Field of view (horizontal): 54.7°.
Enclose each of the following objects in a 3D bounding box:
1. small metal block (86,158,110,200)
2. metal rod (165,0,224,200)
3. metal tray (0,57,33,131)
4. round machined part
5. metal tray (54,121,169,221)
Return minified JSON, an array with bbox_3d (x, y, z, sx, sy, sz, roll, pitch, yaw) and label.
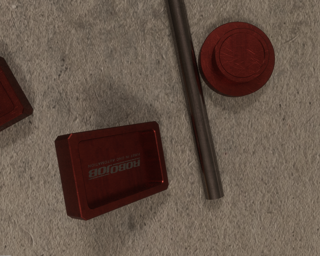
[{"bbox_3d":[-0.077,0.061,0.397,0.025,0.050,0.050,-4,90,0],"label":"small metal block"},{"bbox_3d":[0.043,-0.055,0.410,0.025,0.025,0.298,-12,90,0],"label":"metal rod"},{"bbox_3d":[-0.248,-0.028,0.404,0.130,0.030,0.090,-29,90,-1],"label":"metal tray"},{"bbox_3d":[0.101,-0.090,0.403,0.099,0.042,0.097,0,90,-1],"label":"round machined part"},{"bbox_3d":[-0.050,0.044,0.365,0.131,0.030,0.089,-10,90,-46],"label":"metal tray"}]
